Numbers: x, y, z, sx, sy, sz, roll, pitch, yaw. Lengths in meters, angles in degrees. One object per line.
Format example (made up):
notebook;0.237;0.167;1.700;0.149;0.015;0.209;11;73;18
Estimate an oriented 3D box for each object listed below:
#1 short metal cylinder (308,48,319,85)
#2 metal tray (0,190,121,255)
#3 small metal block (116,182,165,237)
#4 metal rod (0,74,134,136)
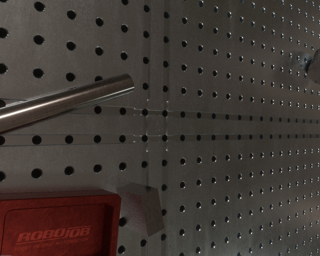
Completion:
short metal cylinder;0.384;-0.140;0.700;0.080;0.080;0.050;48;62;-30
metal tray;-0.106;0.113;0.318;0.131;0.030;0.089;7;85;-40
small metal block;-0.024;0.097;0.375;0.025;0.050;0.050;-16;101;-39
metal rod;-0.149;-0.005;0.285;0.302;0.025;0.025;-24;106;-38
